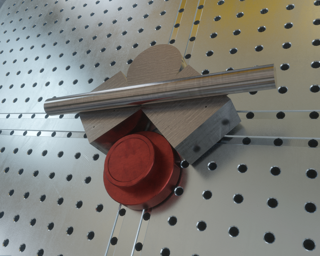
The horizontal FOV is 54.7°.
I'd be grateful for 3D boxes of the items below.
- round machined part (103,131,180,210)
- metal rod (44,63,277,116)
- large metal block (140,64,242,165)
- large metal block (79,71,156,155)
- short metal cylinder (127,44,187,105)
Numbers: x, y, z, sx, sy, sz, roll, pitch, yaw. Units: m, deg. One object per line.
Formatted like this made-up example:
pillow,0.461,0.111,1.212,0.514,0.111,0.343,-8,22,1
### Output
round machined part,-0.028,0.046,0.379,0.098,0.042,0.098,-13,56,21
metal rod,-0.020,-0.040,0.372,0.300,0.025,0.025,-5,60,26
large metal block,0.036,-0.017,0.375,0.080,0.050,0.080,-41,51,1
large metal block,-0.062,-0.019,0.431,0.080,0.050,0.080,-34,53,5
short metal cylinder,0.002,-0.068,0.428,0.080,0.050,0.080,-13,56,21
